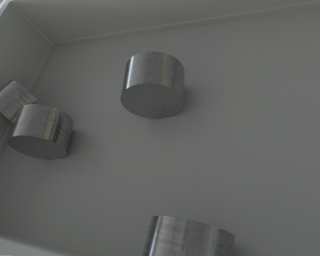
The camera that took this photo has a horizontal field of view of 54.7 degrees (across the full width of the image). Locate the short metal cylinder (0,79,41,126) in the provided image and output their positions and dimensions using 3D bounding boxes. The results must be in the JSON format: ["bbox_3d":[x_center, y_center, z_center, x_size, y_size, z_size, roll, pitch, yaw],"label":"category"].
[{"bbox_3d":[-0.232,-0.033,0.505,0.080,0.080,0.050,24,65,36],"label":"short metal cylinder"}]

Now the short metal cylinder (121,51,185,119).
[{"bbox_3d":[-0.008,-0.054,0.407,0.080,0.080,0.050,-9,58,23],"label":"short metal cylinder"}]

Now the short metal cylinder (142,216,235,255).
[{"bbox_3d":[0.025,0.117,0.285,0.080,0.080,0.050,1,62,28],"label":"short metal cylinder"}]

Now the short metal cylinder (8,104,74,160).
[{"bbox_3d":[-0.172,0.007,0.454,0.080,0.080,0.050,-8,58,23],"label":"short metal cylinder"}]
